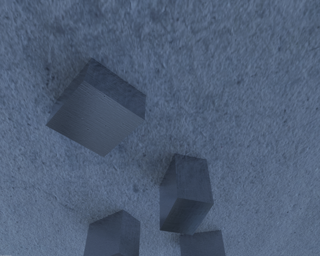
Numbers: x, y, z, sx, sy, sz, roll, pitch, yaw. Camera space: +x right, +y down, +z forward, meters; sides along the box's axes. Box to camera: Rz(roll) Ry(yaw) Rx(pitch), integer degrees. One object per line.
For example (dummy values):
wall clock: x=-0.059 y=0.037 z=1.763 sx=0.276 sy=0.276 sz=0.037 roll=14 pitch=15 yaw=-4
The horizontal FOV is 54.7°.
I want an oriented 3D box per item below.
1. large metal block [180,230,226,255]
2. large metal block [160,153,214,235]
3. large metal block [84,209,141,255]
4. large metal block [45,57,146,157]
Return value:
large metal block: x=0.083 y=0.246 z=0.582 sx=0.080 sy=0.080 sz=0.050 roll=-9 pitch=130 yaw=7
large metal block: x=0.035 y=0.097 z=0.455 sx=0.050 sy=0.080 sz=0.079 roll=12 pitch=129 yaw=-11
large metal block: x=-0.083 y=0.202 z=0.542 sx=0.080 sy=0.080 sz=0.050 roll=-28 pitch=125 yaw=21
large metal block: x=-0.074 y=-0.022 z=0.371 sx=0.080 sy=0.050 sz=0.080 roll=34 pitch=122 yaw=-26
